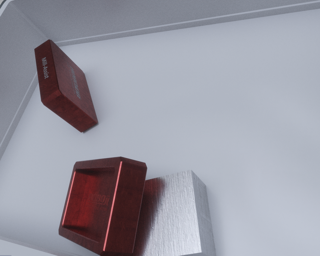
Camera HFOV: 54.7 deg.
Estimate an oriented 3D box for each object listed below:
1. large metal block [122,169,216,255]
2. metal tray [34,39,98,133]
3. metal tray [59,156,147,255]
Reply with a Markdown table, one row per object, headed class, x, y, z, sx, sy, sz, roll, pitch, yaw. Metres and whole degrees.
| class | x | y | z | sx | sy | sz | roll | pitch | yaw |
| --- | --- | --- | --- | --- | --- | --- | --- | --- | --- |
| large metal block | 0.008 | 0.098 | 0.325 | 0.080 | 0.050 | 0.080 | -16 | 55 | 18 |
| metal tray | -0.145 | -0.065 | 0.478 | 0.030 | 0.090 | 0.130 | -31 | 52 | 9 |
| metal tray | -0.067 | 0.081 | 0.339 | 0.130 | 0.030 | 0.090 | -13 | 63 | 54 |
